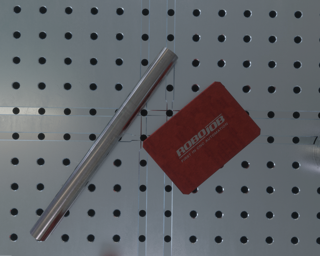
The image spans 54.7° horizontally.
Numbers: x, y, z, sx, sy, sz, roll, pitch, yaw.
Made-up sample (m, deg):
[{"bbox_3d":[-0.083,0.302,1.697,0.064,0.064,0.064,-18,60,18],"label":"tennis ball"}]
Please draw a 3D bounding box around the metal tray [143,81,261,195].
[{"bbox_3d":[0.054,0.013,0.411,0.130,0.030,0.090,-40,90,0],"label":"metal tray"}]

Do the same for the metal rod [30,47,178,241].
[{"bbox_3d":[-0.074,0.021,0.412,0.025,0.025,0.299,36,90,0],"label":"metal rod"}]

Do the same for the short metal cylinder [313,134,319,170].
[{"bbox_3d":[0.252,0.034,0.403,0.081,0.050,0.079,0,90,0],"label":"short metal cylinder"}]
